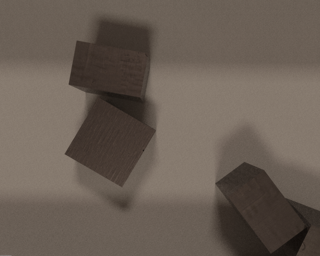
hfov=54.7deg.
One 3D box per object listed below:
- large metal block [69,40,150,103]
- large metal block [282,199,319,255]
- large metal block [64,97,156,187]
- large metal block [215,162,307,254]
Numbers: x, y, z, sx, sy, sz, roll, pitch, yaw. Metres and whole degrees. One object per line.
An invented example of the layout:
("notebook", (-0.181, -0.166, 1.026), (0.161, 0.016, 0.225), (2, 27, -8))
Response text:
("large metal block", (-0.057, -0.066, 0.383), (0.080, 0.080, 0.050), (10, 90, -1))
("large metal block", (0.197, 0.138, 0.383), (0.080, 0.080, 0.050), (21, 99, -1))
("large metal block", (-0.060, 0.017, 0.398), (0.080, 0.050, 0.080), (31, 90, -1))
("large metal block", (0.120, 0.094, 0.386), (0.050, 0.080, 0.080), (-37, 90, 0))
